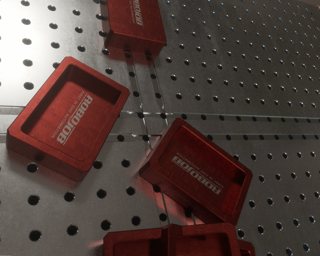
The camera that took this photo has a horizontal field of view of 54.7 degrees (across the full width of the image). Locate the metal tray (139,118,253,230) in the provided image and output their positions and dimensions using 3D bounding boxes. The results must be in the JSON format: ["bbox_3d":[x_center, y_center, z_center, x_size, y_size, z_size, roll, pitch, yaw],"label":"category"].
[{"bbox_3d":[0.050,0.058,0.398,0.130,0.030,0.090,37,51,-4],"label":"metal tray"}]

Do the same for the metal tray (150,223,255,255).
[{"bbox_3d":[0.049,0.157,0.318,0.131,0.030,0.090,24,52,-31],"label":"metal tray"}]

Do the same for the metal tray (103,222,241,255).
[{"bbox_3d":[0.013,0.144,0.297,0.131,0.030,0.090,-3,61,-7],"label":"metal tray"}]

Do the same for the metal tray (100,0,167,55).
[{"bbox_3d":[-0.045,-0.182,0.493,0.091,0.030,0.130,4,60,-27],"label":"metal tray"}]

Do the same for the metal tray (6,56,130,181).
[{"bbox_3d":[-0.100,-0.015,0.360,0.090,0.030,0.130,29,52,-10],"label":"metal tray"}]
